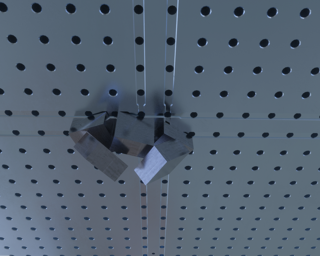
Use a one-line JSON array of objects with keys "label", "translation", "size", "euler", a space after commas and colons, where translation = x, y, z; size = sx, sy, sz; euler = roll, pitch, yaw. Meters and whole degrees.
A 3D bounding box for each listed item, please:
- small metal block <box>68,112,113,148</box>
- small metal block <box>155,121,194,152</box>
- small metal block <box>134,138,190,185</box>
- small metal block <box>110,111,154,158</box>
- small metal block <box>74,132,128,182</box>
[{"label": "small metal block", "translation": [-0.087, 0.011, 0.420], "size": [0.050, 0.025, 0.050], "euler": [-15, 129, 12]}, {"label": "small metal block", "translation": [0.011, 0.025, 0.434], "size": [0.050, 0.025, 0.050], "euler": [29, 124, -23]}, {"label": "small metal block", "translation": [0.003, 0.042, 0.396], "size": [0.050, 0.025, 0.050], "euler": [-15, 150, -51]}, {"label": "small metal block", "translation": [-0.035, 0.009, 0.402], "size": [0.050, 0.050, 0.025], "euler": [14, 129, -13]}, {"label": "small metal block", "translation": [-0.075, 0.035, 0.388], "size": [0.025, 0.050, 0.050], "euler": [-50, 122, -10]}]
